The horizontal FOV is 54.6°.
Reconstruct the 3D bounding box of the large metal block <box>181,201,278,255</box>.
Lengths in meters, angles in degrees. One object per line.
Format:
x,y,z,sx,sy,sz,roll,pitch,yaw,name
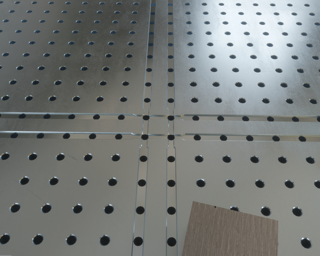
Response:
0.061,0.124,0.288,0.080,0.050,0.080,11,51,9,large metal block
